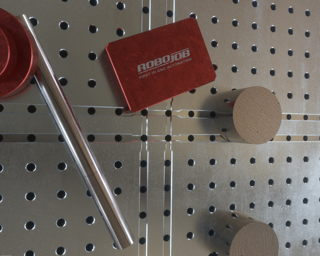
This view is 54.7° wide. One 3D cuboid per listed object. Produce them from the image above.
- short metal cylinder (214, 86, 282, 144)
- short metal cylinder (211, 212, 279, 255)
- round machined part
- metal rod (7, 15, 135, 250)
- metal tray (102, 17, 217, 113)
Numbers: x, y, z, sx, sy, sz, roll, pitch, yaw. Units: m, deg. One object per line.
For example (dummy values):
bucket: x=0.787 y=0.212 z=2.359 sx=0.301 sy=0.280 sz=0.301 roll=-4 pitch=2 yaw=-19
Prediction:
short metal cylinder: x=0.125 y=-0.018 z=0.445 sx=0.081 sy=0.050 sz=0.080 roll=0 pitch=90 yaw=-20
short metal cylinder: x=0.120 y=0.167 z=0.444 sx=0.081 sy=0.050 sz=0.080 roll=0 pitch=90 yaw=-20
round machined part: x=-0.183 y=-0.079 z=0.322 sx=0.099 sy=0.042 sz=0.097 roll=-1 pitch=97 yaw=-4
metal rod: x=-0.103 y=0.012 z=0.374 sx=0.025 sy=0.025 sz=0.299 roll=-26 pitch=99 yaw=-18
metal tray: x=0.001 y=-0.083 z=0.410 sx=0.131 sy=0.030 sz=0.090 roll=-24 pitch=98 yaw=-19
